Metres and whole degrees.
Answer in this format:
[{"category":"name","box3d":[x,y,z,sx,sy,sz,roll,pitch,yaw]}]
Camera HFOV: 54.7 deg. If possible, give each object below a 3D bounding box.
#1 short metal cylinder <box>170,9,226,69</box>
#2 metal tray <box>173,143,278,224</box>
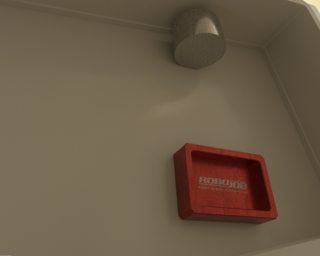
[{"category":"short metal cylinder","box3d":[0.060,-0.139,0.489,0.081,0.080,0.050,7,59,-25]},{"category":"metal tray","box3d":[0.085,0.074,0.404,0.131,0.030,0.090,10,57,-23]}]
